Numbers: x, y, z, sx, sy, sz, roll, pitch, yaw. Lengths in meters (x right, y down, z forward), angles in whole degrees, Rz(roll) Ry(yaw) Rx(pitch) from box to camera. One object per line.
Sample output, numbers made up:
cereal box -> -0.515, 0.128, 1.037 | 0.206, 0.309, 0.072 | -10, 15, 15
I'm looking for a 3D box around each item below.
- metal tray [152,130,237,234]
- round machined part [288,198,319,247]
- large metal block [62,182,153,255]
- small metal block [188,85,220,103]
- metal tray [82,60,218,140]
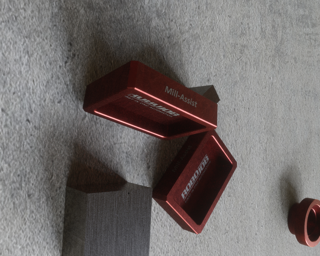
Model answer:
metal tray -> 0.055, 0.073, 0.450 | 0.090, 0.030, 0.130 | 52, 60, -28
round machined part -> 0.308, 0.197, 0.657 | 0.099, 0.042, 0.097 | 0, 90, -40
large metal block -> -0.057, 0.105, 0.342 | 0.081, 0.050, 0.080 | 5, 87, -40
small metal block -> 0.046, -0.034, 0.429 | 0.050, 0.050, 0.025 | -44, 117, -31
metal tray -> -0.008, -0.024, 0.354 | 0.131, 0.090, 0.030 | 22, 64, -38
